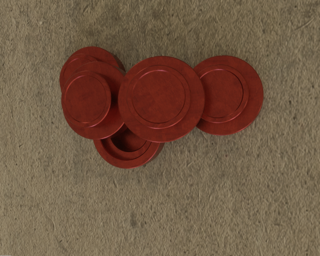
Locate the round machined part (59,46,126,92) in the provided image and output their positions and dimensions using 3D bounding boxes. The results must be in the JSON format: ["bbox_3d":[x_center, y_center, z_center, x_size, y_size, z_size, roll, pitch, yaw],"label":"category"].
[{"bbox_3d":[-0.100,-0.066,0.434,0.098,0.042,0.097,0,90,19],"label":"round machined part"}]

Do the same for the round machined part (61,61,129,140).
[{"bbox_3d":[-0.081,-0.034,0.384,0.098,0.042,0.097,0,90,19],"label":"round machined part"}]

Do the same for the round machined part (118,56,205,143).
[{"bbox_3d":[0.001,-0.033,0.345,0.099,0.042,0.097,0,89,6],"label":"round machined part"}]

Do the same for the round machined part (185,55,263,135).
[{"bbox_3d":[0.073,-0.040,0.374,0.098,0.042,0.097,0,90,19],"label":"round machined part"}]

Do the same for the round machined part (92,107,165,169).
[{"bbox_3d":[-0.037,0.003,0.413,0.098,0.042,0.097,0,90,19],"label":"round machined part"}]
